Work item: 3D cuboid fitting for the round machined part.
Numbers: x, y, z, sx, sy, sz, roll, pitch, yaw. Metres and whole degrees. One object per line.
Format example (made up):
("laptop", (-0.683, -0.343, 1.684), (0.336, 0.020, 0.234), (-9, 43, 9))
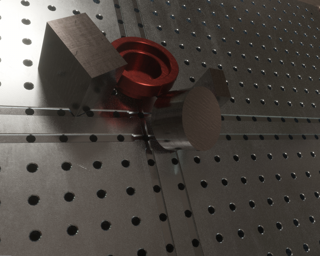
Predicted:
("round machined part", (-0.027, -0.077, 0.424), (0.099, 0.042, 0.098), (12, 48, -13))

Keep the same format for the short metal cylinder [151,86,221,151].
("short metal cylinder", (0.035, -0.011, 0.398), (0.081, 0.050, 0.080), (4, 85, -46))

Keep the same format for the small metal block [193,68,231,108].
("small metal block", (0.077, -0.054, 0.469), (0.025, 0.050, 0.050), (5, 59, -26))

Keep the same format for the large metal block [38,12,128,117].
("large metal block", (-0.095, -0.074, 0.368), (0.050, 0.080, 0.080), (-33, 81, -38))
